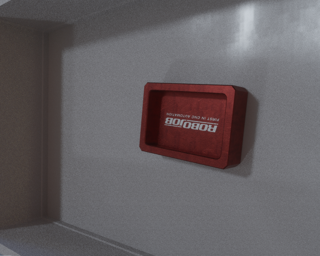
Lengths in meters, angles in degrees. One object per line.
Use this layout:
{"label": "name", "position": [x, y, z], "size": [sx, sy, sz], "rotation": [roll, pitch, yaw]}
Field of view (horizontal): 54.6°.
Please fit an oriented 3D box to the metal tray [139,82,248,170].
{"label": "metal tray", "position": [0.035, -0.007, 0.375], "size": [0.130, 0.030, 0.089], "rotation": [9, 96, 39]}
